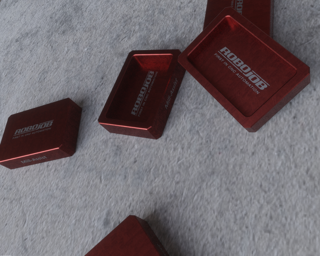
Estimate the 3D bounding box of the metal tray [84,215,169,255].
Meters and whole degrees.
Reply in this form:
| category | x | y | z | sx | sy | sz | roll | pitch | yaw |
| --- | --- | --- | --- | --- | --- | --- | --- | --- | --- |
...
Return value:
| category | x | y | z | sx | sy | sz | roll | pitch | yaw |
| --- | --- | --- | --- | --- | --- | --- | --- | --- | --- |
| metal tray | -0.023 | 0.166 | 0.310 | 0.090 | 0.030 | 0.130 | -42 | 51 | -1 |

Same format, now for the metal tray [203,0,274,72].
| category | x | y | z | sx | sy | sz | roll | pitch | yaw |
| --- | --- | --- | --- | --- | --- | --- | --- | --- | --- |
| metal tray | 0.108 | -0.141 | 0.430 | 0.090 | 0.030 | 0.130 | -3 | 60 | 26 |

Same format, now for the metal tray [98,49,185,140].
| category | x | y | z | sx | sy | sz | roll | pitch | yaw |
| --- | --- | --- | --- | --- | --- | --- | --- | --- | --- |
| metal tray | -0.023 | -0.052 | 0.442 | 0.090 | 0.030 | 0.130 | 7 | 65 | 31 |

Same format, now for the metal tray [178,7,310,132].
| category | x | y | z | sx | sy | sz | roll | pitch | yaw |
| --- | --- | --- | --- | --- | --- | --- | --- | --- | --- |
| metal tray | 0.094 | -0.070 | 0.364 | 0.090 | 0.030 | 0.130 | -45 | 63 | 11 |

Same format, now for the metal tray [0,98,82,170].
| category | x | y | z | sx | sy | sz | roll | pitch | yaw |
| --- | --- | --- | --- | --- | --- | --- | --- | --- | --- |
| metal tray | -0.192 | 0.010 | 0.493 | 0.130 | 0.030 | 0.090 | -13 | 56 | 20 |
